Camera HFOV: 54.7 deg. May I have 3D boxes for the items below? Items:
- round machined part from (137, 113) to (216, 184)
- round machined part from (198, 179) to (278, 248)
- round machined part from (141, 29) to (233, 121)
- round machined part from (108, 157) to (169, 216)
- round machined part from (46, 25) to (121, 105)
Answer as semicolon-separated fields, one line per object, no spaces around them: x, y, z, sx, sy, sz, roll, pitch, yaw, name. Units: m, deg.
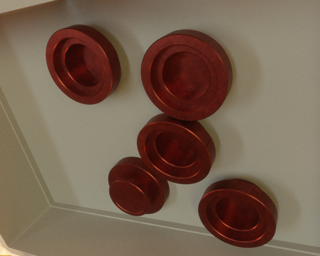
0.024;0.022;0.395;0.098;0.042;0.097;15;130;19;round machined part
0.104;0.107;0.409;0.098;0.042;0.097;13;124;21;round machined part
0.032;-0.060;0.344;0.098;0.042;0.097;13;124;21;round machined part
-0.039;0.096;0.478;0.098;0.042;0.097;13;124;21;round machined part
-0.092;-0.082;0.395;0.098;0.042;0.097;13;124;21;round machined part
